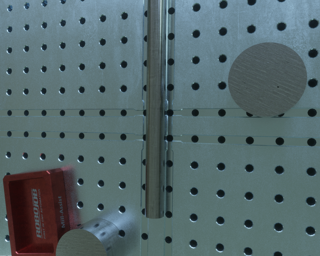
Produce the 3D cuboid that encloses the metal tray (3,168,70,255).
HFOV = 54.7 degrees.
[{"bbox_3d":[-0.189,0.132,0.476,0.090,0.030,0.129,-9,87,19],"label":"metal tray"}]

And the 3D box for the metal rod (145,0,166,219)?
[{"bbox_3d":[-0.006,-0.031,0.414,0.025,0.025,0.298,1,90,20],"label":"metal rod"}]

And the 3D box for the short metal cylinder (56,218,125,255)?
[{"bbox_3d":[-0.096,0.173,0.433,0.080,0.050,0.079,0,90,20],"label":"short metal cylinder"}]

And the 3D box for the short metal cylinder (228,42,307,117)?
[{"bbox_3d":[0.122,-0.052,0.356,0.080,0.050,0.079,0,90,20],"label":"short metal cylinder"}]
